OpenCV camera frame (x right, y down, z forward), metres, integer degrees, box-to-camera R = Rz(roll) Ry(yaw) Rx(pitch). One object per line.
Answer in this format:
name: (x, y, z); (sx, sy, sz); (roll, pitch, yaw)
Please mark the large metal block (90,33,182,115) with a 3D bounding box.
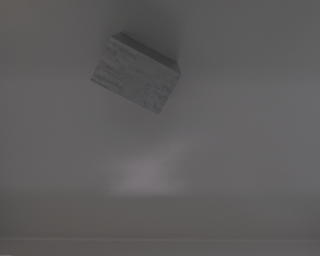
large metal block: (-0.025, -0.066, 0.357); (0.080, 0.080, 0.050); (27, 108, -10)
